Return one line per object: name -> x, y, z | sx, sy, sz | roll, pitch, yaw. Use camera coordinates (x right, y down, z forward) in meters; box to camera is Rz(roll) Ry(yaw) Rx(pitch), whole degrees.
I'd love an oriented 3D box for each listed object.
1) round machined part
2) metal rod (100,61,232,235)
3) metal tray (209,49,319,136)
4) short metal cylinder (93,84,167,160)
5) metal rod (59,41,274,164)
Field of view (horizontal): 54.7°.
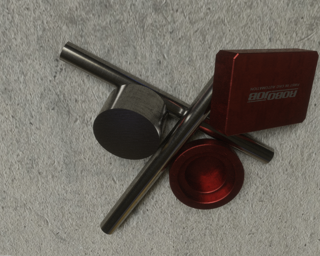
round machined part -> 0.061, 0.059, 0.424 | 0.099, 0.042, 0.097 | 0, 110, 0
metal rod -> 0.003, 0.039, 0.407 | 0.025, 0.025, 0.298 | 32, 113, -11
metal tray -> 0.123, -0.045, 0.363 | 0.131, 0.030, 0.089 | -8, 113, -27
short metal cylinder -> -0.035, -0.007, 0.381 | 0.080, 0.050, 0.079 | 7, 131, 9
metal rod -> 0.017, -0.028, 0.402 | 0.301, 0.025, 0.025 | 27, 108, -10
